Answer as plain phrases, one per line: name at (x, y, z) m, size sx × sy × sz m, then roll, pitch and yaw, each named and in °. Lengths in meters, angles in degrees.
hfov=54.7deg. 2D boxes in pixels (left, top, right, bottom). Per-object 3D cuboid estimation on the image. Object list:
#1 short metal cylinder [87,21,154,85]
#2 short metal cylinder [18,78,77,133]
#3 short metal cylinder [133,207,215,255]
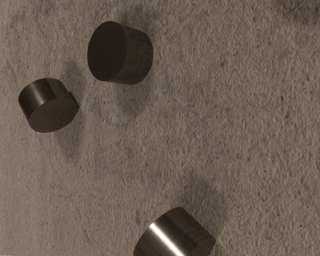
short metal cylinder at (-0.056, -0.102, 0.433) m, size 0.080 × 0.050 × 0.079 m, roll 0°, pitch 90°, yaw 39°
short metal cylinder at (-0.188, -0.037, 0.521) m, size 0.080 × 0.081 × 0.050 m, roll -52°, pitch 60°, yaw 27°
short metal cylinder at (0.017, 0.138, 0.354) m, size 0.050 × 0.081 × 0.079 m, roll 39°, pitch 114°, yaw 33°
